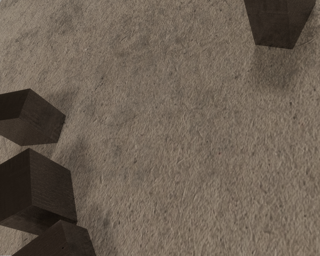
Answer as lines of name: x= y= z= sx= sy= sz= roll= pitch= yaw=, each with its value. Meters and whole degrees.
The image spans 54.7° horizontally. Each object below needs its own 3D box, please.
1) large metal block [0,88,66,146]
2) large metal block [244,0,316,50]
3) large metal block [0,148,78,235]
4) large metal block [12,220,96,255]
large metal block: x=-0.211 y=-0.013 z=0.485 sx=0.080 sy=0.080 sz=0.050 roll=-6 pitch=59 yaw=25
large metal block: x=0.152 y=-0.158 z=0.386 sx=0.050 sy=0.080 sz=0.080 roll=20 pitch=72 yaw=35
large metal block: x=-0.156 y=0.085 z=0.397 sx=0.050 sy=0.080 sz=0.080 roll=-29 pitch=52 yaw=10
large metal block: x=-0.116 y=0.165 z=0.346 sx=0.080 sy=0.050 sz=0.080 roll=-37 pitch=51 yaw=3
